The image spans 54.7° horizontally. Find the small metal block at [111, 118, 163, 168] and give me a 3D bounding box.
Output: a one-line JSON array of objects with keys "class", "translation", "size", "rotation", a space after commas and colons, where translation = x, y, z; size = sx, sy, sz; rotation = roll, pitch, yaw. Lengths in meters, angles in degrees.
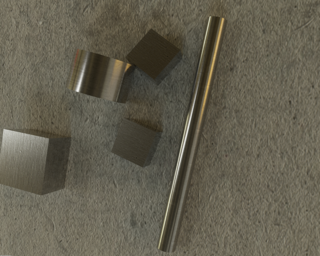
[{"class": "small metal block", "translation": [-0.031, 0.019, 0.419], "size": [0.050, 0.025, 0.050], "rotation": [24, 98, 18]}]

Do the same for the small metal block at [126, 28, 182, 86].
[{"class": "small metal block", "translation": [-0.007, -0.092, 0.405], "size": [0.050, 0.025, 0.050], "rotation": [40, 88, 15]}]

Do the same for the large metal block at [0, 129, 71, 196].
[{"class": "large metal block", "translation": [-0.186, 0.047, 0.459], "size": [0.080, 0.050, 0.079], "rotation": [10, 93, 19]}]

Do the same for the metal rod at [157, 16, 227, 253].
[{"class": "metal rod", "translation": [0.040, 0.011, 0.394], "size": [0.025, 0.025, 0.298], "rotation": [14, 94, 19]}]

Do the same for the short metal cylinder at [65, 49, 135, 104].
[{"class": "short metal cylinder", "translation": [-0.077, -0.067, 0.406], "size": [0.080, 0.080, 0.050], "rotation": [18, 96, 19]}]
